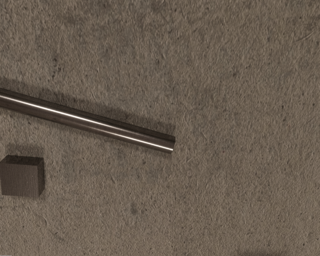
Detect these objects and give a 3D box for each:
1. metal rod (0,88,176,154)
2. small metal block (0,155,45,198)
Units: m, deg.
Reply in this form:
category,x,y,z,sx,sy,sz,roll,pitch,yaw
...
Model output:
category,x,y,z,sx,sy,sz,roll,pitch,yaw
metal rod,-0.127,-0.017,0.401,0.302,0.025,0.025,16,109,-6
small metal block,-0.191,0.067,0.432,0.050,0.025,0.050,5,110,-3
